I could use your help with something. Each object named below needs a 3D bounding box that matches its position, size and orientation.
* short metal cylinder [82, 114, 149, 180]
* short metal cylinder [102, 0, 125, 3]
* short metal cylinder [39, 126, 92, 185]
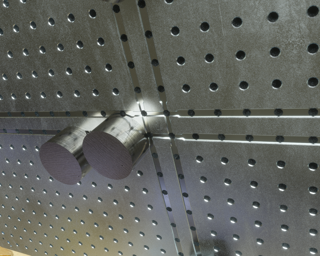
[{"bbox_3d":[-0.063,0.027,0.445,0.080,0.050,0.079,13,124,21],"label":"short metal cylinder"},{"bbox_3d":[-0.054,-0.170,0.299,0.080,0.080,0.050,45,129,-4],"label":"short metal cylinder"},{"bbox_3d":[-0.144,0.044,0.499,0.080,0.050,0.079,13,124,21],"label":"short metal cylinder"}]
